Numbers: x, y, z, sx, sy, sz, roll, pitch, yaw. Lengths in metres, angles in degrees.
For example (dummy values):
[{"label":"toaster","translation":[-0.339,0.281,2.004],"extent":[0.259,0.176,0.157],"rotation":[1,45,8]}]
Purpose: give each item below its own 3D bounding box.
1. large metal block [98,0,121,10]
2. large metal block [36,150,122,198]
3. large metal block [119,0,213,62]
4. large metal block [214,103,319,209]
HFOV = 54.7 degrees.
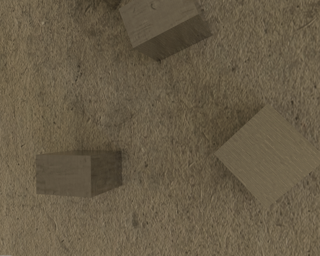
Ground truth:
[{"label":"large metal block","translation":[-0.083,-0.224,0.425],"extent":[0.080,0.050,0.080],"rotation":[34,101,16]},{"label":"large metal block","translation":[-0.106,0.058,0.417],"extent":[0.080,0.080,0.050],"rotation":[-1,90,20]},{"label":"large metal block","translation":[0.010,-0.128,0.376],"extent":[0.080,0.080,0.050],"rotation":[-23,83,18]},{"label":"large metal block","translation":[0.122,0.030,0.352],"extent":[0.080,0.050,0.080],"rotation":[-46,76,14]}]
